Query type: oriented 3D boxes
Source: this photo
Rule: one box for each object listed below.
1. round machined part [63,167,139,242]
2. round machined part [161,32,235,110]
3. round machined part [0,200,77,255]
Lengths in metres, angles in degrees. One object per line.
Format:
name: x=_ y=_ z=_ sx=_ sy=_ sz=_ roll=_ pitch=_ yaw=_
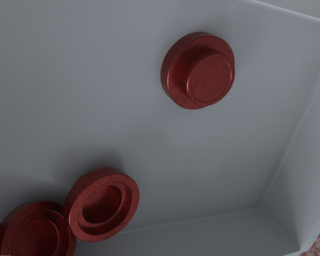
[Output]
round machined part: x=-0.079 y=0.095 z=0.406 sx=0.099 sy=0.042 sz=0.097 roll=-17 pitch=120 yaw=-33
round machined part: x=0.054 y=-0.066 z=0.388 sx=0.099 sy=0.042 sz=0.097 roll=-14 pitch=125 yaw=-21
round machined part: x=-0.155 y=0.139 z=0.378 sx=0.098 sy=0.042 sz=0.098 roll=20 pitch=65 yaw=-50
